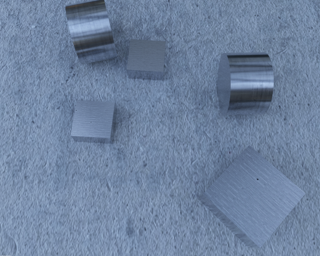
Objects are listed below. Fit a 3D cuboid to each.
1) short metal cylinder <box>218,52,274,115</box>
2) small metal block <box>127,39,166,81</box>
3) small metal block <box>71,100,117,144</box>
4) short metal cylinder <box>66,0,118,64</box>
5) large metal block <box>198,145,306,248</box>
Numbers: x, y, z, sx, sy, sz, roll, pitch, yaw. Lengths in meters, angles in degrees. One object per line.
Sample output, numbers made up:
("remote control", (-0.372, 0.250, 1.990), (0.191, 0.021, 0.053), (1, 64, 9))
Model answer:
("short metal cylinder", (0.107, -0.057, 0.401), (0.050, 0.080, 0.080), (-1, 70, -1))
("small metal block", (-0.019, -0.098, 0.444), (0.050, 0.025, 0.050), (4, 70, 1))
("small metal block", (-0.086, -0.008, 0.410), (0.050, 0.025, 0.050), (4, 70, 1))
("short metal cylinder", (-0.092, -0.132, 0.427), (0.050, 0.080, 0.080), (-13, 71, -5))
("large metal block", (0.105, 0.081, 0.366), (0.080, 0.050, 0.080), (43, 75, 14))
